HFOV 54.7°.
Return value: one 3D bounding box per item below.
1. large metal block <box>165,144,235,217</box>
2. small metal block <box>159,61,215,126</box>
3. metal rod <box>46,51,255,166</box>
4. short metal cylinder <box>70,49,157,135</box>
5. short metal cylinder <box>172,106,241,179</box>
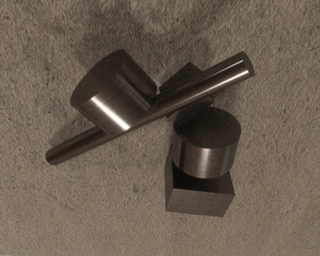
[{"bbox_3d":[0.051,0.073,0.434,0.081,0.080,0.050,8,130,-7],"label":"large metal block"},{"bbox_3d":[0.029,-0.039,0.355,0.050,0.050,0.025,-37,135,27],"label":"small metal block"},{"bbox_3d":[-0.036,-0.008,0.360,0.300,0.025,0.025,-23,128,33],"label":"metal rod"},{"bbox_3d":[-0.050,-0.039,0.337,0.080,0.080,0.050,-30,124,23],"label":"short metal cylinder"},{"bbox_3d":[0.056,0.016,0.386,0.081,0.080,0.050,1,130,-1],"label":"short metal cylinder"}]
